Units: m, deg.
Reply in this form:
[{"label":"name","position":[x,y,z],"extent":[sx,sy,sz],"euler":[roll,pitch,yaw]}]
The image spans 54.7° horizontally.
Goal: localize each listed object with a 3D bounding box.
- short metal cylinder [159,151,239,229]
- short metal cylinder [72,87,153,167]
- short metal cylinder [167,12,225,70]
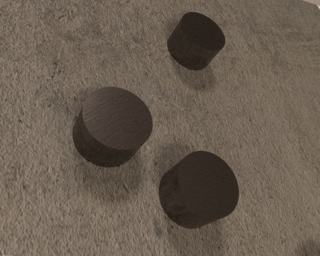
[{"label":"short metal cylinder","position":[0.046,0.074,0.369],"extent":[0.081,0.050,0.080],"euler":[14,56,-21]},{"label":"short metal cylinder","position":[-0.055,-0.001,0.359],"extent":[0.081,0.050,0.080],"euler":[14,56,-21]},{"label":"short metal cylinder","position":[0.059,-0.142,0.508],"extent":[0.081,0.050,0.080],"euler":[14,56,-21]}]
